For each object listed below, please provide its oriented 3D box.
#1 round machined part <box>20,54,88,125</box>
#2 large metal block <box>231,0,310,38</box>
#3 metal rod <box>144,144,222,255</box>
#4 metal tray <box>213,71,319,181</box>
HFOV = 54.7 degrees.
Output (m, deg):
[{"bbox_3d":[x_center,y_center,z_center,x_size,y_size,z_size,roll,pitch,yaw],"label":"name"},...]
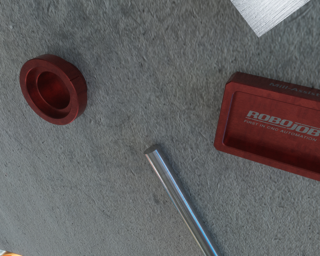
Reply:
[{"bbox_3d":[-0.142,-0.056,0.434,0.098,0.042,0.097,13,124,20],"label":"round machined part"},{"bbox_3d":[0.095,-0.137,0.255,0.080,0.050,0.080,-34,100,38],"label":"large metal block"},{"bbox_3d":[0.058,0.155,0.470,0.025,0.025,0.299,-18,109,35],"label":"metal rod"},{"bbox_3d":[0.131,-0.001,0.333,0.130,0.030,0.089,17,125,18],"label":"metal tray"}]
